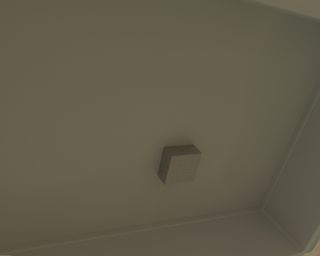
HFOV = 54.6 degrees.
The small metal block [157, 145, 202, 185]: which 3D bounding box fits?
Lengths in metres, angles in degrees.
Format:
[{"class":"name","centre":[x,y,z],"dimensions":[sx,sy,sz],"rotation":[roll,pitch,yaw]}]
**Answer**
[{"class":"small metal block","centre":[0.029,0.054,0.457],"dimensions":[0.050,0.025,0.050],"rotation":[-2,120,-27]}]
